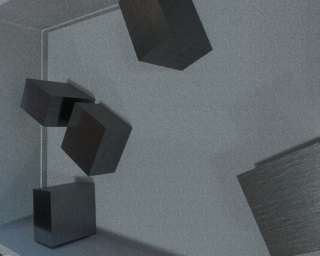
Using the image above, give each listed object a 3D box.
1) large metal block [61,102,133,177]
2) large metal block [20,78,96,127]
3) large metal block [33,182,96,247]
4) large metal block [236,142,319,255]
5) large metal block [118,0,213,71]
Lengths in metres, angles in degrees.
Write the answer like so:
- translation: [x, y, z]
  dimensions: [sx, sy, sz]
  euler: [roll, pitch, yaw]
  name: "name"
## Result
- translation: [-0.098, 0.015, 0.472]
  dimensions: [0.080, 0.050, 0.079]
  euler: [36, 112, 34]
  name: "large metal block"
- translation: [-0.168, -0.041, 0.510]
  dimensions: [0.080, 0.081, 0.050]
  euler: [31, 109, 36]
  name: "large metal block"
- translation: [-0.151, 0.134, 0.496]
  dimensions: [0.050, 0.081, 0.080]
  euler: [-4, 88, 40]
  name: "large metal block"
- translation: [0.131, 0.064, 0.283]
  dimensions: [0.080, 0.050, 0.080]
  euler: [-32, 70, 35]
  name: "large metal block"
- translation: [0.007, -0.120, 0.365]
  dimensions: [0.050, 0.081, 0.080]
  euler: [-30, 71, 36]
  name: "large metal block"
